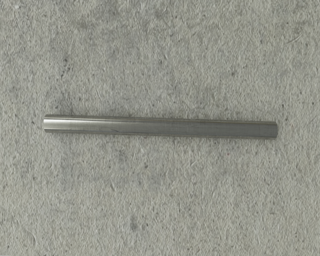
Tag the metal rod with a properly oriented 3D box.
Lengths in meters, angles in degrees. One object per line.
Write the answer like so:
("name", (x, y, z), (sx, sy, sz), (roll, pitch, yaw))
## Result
("metal rod", (0.001, -0.001, 0.411), (0.302, 0.025, 0.025), (2, 90, 0))
